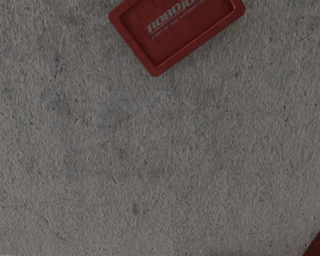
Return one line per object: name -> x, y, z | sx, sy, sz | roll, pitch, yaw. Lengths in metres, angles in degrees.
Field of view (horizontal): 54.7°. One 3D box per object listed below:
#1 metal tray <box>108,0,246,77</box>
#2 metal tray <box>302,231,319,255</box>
metal tray -> 0.019, -0.132, 0.358 | 0.130, 0.030, 0.090 | -34, 107, 11
metal tray -> 0.300, 0.212, 0.487 | 0.131, 0.030, 0.089 | 20, 109, -8
